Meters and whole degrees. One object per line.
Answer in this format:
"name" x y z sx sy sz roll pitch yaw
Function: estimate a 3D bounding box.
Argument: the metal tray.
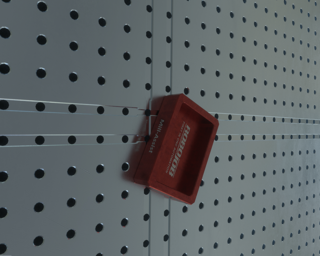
"metal tray" 0.027 0.029 0.427 0.090 0.030 0.130 32 70 -35
